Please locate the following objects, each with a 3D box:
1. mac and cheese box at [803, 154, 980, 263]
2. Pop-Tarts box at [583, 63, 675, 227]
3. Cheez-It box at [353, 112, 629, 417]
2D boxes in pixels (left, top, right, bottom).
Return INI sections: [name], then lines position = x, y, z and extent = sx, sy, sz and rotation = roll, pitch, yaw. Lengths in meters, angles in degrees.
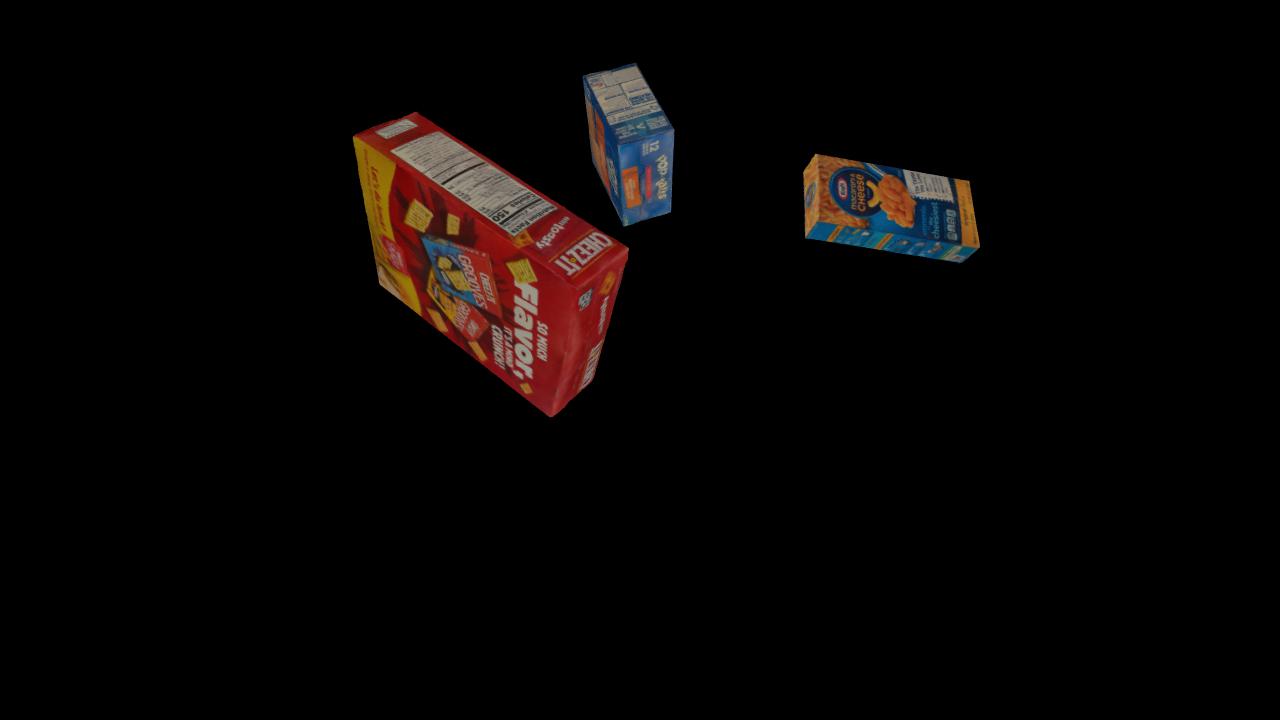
[mac and cheese box]
position = 0.277, -0.168, 0.684
extent = 0.184, 0.093, 0.041
rotation = 7, -21, -6
[Pop-Tarts box]
position = -0.016, -0.305, 0.886
extent = 0.083, 0.141, 0.167
rotation = -21, -24, -8
[Cheez-It box]
position = -0.128, -0.076, 0.516
extent = 0.223, 0.166, 0.071
rotation = 35, 52, 13
